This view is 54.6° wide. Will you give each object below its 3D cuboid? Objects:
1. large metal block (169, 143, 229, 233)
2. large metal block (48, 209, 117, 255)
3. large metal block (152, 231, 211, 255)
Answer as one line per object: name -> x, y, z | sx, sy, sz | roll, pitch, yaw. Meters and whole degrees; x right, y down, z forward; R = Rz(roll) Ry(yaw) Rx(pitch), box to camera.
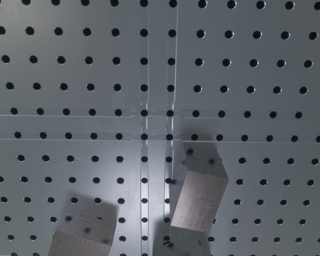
large metal block -> 0.047, 0.077, 0.413 | 0.050, 0.080, 0.079 | 13, 110, -5
large metal block -> -0.119, 0.179, 0.465 | 0.080, 0.050, 0.080 | 19, 109, -7
large metal block -> 0.035, 0.214, 0.463 | 0.080, 0.080, 0.050 | -24, 108, 9
